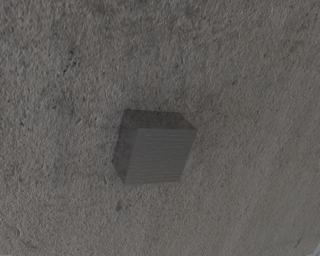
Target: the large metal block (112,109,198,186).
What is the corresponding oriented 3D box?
[{"bbox_3d":[-0.009,0.024,0.400,0.081,0.050,0.079,2,117,-30],"label":"large metal block"}]
